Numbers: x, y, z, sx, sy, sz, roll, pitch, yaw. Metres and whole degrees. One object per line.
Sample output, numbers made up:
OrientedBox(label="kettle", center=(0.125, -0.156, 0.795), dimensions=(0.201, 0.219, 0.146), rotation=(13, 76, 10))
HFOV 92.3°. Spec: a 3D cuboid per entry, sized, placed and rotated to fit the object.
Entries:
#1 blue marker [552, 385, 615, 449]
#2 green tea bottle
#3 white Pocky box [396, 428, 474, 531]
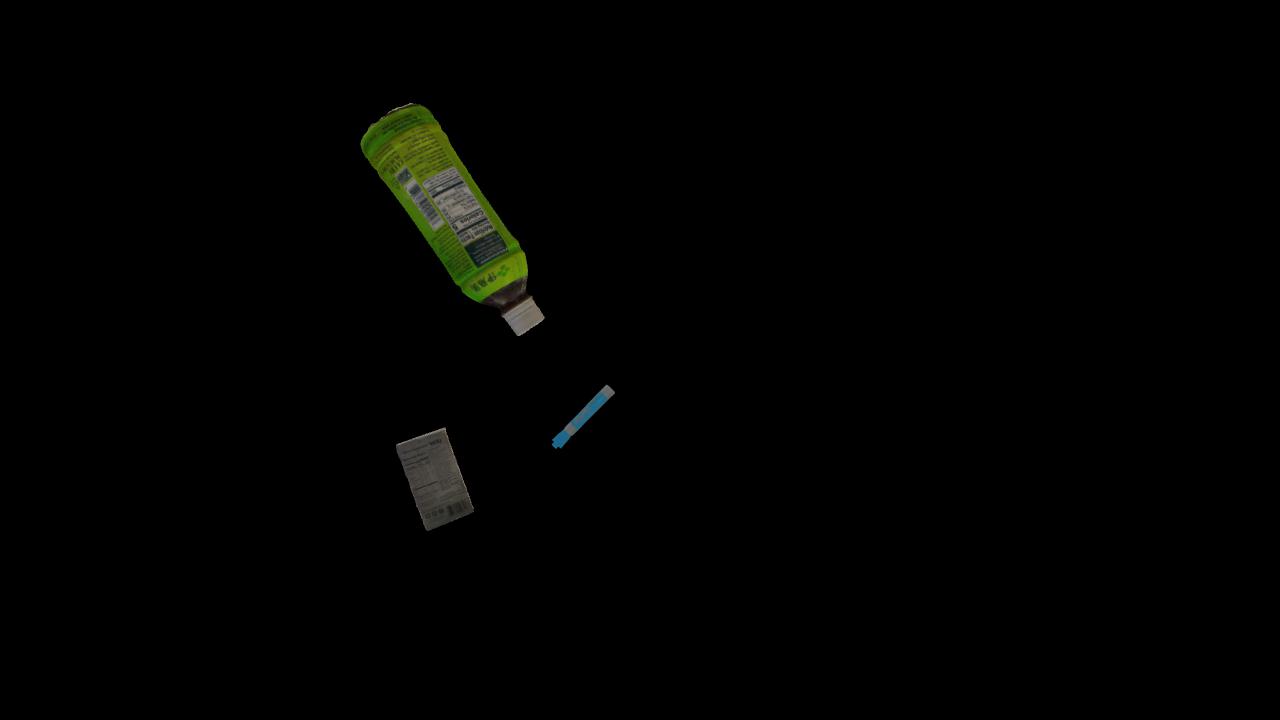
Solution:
OrientedBox(label="blue marker", center=(-0.085, 0.085, 0.914), dimensions=(0.121, 0.020, 0.020), rotation=(-46, 11, -11))
OrientedBox(label="green tea bottle", center=(-0.157, -0.116, 0.546), dimensions=(0.073, 0.212, 0.073), rotation=(-32, 7, 4))
OrientedBox(label="white Pocky box", center=(-0.344, 0.200, 1.036), dimensions=(0.084, 0.154, 0.028), rotation=(-19, 8, -17))
